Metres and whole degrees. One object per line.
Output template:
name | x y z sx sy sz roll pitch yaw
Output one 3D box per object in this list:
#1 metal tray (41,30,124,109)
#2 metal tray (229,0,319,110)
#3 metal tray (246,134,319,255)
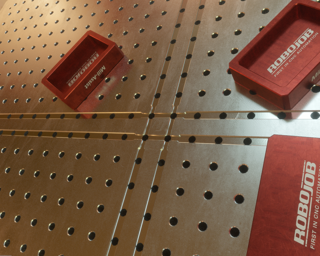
metal tray | -0.136 -0.105 0.542 0.130 0.030 0.090 -49 51 -7
metal tray | 0.161 -0.094 0.378 0.130 0.030 0.090 -45 51 -3
metal tray | 0.139 0.073 0.288 0.090 0.030 0.130 5 64 30
